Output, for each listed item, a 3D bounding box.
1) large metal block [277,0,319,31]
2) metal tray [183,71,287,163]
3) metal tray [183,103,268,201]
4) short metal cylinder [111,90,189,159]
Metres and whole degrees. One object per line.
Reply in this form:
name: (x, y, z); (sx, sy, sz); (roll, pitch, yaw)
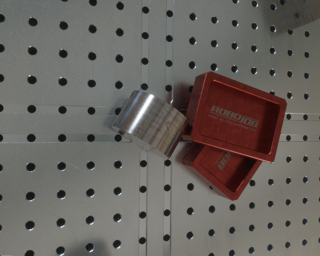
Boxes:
large metal block: (0.234, -0.212, 0.485); (0.080, 0.050, 0.080); (-31, 100, -17)
metal tray: (0.101, -0.012, 0.414); (0.131, 0.030, 0.090); (16, 85, -19)
metal tray: (0.107, 0.027, 0.449); (0.090, 0.030, 0.130); (41, 77, -16)
short metal cylinder: (-0.011, -0.003, 0.379); (0.080, 0.080, 0.050); (33, 80, -17)
